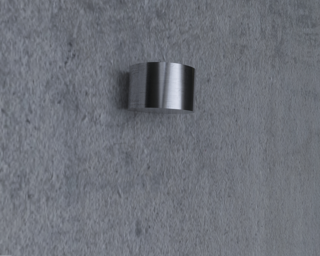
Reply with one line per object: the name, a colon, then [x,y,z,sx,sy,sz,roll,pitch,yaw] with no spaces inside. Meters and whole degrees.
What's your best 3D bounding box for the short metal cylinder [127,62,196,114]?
short metal cylinder: [0.002,-0.045,0.373,0.081,0.080,0.050,4,88,-40]
